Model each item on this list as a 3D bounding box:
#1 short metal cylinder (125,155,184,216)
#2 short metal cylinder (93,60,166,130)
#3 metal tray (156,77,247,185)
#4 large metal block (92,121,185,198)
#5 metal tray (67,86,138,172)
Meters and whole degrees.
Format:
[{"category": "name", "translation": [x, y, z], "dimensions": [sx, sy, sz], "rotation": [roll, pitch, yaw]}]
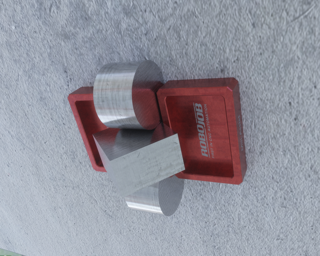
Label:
[{"category": "short metal cylinder", "translation": [-0.006, 0.076, 0.423], "dimensions": [0.050, 0.080, 0.080], "rotation": [2, 119, 27]}, {"category": "short metal cylinder", "translation": [-0.033, -0.038, 0.366], "dimensions": [0.050, 0.080, 0.080], "rotation": [2, 119, 27]}, {"category": "metal tray", "translation": [0.054, 0.005, 0.381], "dimensions": [0.090, 0.030, 0.129], "rotation": [1, 119, 27]}, {"category": "large metal block", "translation": [-0.028, 0.029, 0.378], "dimensions": [0.080, 0.081, 0.050], "rotation": [39, 146, 58]}, {"category": "metal tray", "translation": [-0.070, 0.005, 0.446], "dimensions": [0.090, 0.030, 0.129], "rotation": [1, 119, 27]}]
